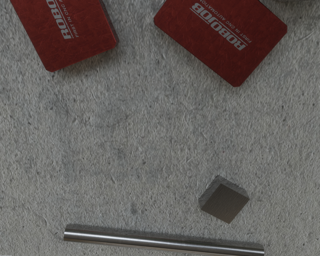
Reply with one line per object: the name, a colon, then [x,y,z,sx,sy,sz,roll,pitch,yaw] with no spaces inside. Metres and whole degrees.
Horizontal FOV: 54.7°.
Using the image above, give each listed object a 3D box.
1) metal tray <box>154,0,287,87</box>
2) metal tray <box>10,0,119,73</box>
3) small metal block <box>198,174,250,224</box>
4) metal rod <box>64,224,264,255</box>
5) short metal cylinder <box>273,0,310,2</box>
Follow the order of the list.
metal tray: [0.069,-0.121,0.363,0.130,0.030,0.090,35,106,-13]
metal tray: [-0.114,-0.140,0.354,0.090,0.030,0.129,-20,109,7]
small metal block: [0.092,0.104,0.449,0.050,0.025,0.050,30,107,-11]
metal rod: [0.008,0.176,0.474,0.302,0.025,0.025,7,110,-3]
short metal cylinder: [0.149,-0.179,0.333,0.081,0.050,0.079,0,110,-1]
